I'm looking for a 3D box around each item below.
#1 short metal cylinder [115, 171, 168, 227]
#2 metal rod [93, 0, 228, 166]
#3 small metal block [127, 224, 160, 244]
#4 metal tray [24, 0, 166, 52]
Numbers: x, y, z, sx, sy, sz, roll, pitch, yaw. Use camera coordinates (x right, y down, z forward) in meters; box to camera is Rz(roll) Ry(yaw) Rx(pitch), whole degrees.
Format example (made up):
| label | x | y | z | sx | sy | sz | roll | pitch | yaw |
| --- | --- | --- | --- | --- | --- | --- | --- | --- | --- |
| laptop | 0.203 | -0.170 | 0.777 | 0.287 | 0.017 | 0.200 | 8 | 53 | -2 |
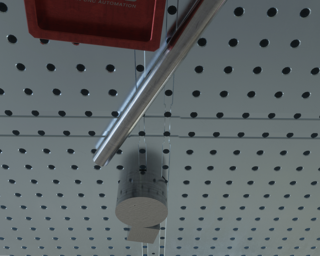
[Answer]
| label | x | y | z | sx | sy | sz | roll | pitch | yaw |
| --- | --- | --- | --- | --- | --- | --- | --- | --- | --- |
| short metal cylinder | -0.028 | 0.114 | 0.492 | 0.081 | 0.050 | 0.079 | 0 | 130 | 0 |
| metal rod | -0.008 | -0.052 | 0.367 | 0.025 | 0.025 | 0.298 | 25 | 126 | -20 |
| small metal block | -0.031 | 0.186 | 0.570 | 0.050 | 0.025 | 0.050 | 11 | 129 | -10 |
| metal tray | -0.060 | -0.128 | 0.298 | 0.131 | 0.030 | 0.089 | 5 | 130 | -5 |
